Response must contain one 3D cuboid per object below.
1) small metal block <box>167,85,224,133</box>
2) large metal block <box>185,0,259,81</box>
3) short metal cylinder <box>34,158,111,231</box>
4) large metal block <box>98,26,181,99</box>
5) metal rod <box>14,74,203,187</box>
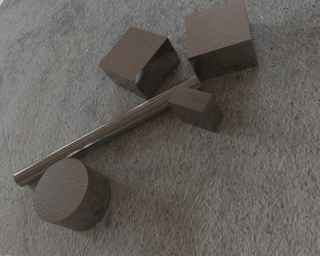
[{"bbox_3d":[0.044,-0.023,0.379,0.050,0.050,0.025,21,73,35],"label":"small metal block"},{"bbox_3d":[0.082,-0.119,0.418,0.080,0.050,0.080,-13,56,21],"label":"large metal block"},{"bbox_3d":[-0.110,0.085,0.393,0.080,0.050,0.080,-13,56,21],"label":"short metal cylinder"},{"bbox_3d":[-0.030,-0.098,0.464,0.080,0.050,0.080,30,78,37],"label":"large metal block"},{"bbox_3d":[-0.079,0.008,0.440,0.300,0.025,0.025,-28,52,10],"label":"metal rod"}]
